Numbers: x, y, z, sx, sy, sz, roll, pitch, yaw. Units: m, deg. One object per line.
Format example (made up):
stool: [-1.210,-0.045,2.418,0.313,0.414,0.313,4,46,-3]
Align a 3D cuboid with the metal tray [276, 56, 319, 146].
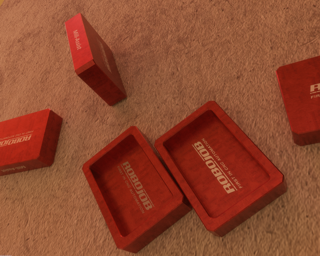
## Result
metal tray: [0.198,-0.039,0.321,0.130,0.030,0.090,-14,56,20]

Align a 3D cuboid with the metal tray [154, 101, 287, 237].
metal tray: [0.061,0.039,0.344,0.090,0.030,0.130,-37,51,3]

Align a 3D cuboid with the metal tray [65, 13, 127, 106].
metal tray: [-0.100,-0.106,0.479,0.030,0.090,0.130,-30,52,10]

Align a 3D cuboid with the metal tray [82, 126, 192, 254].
metal tray: [-0.032,0.069,0.375,0.090,0.030,0.130,-39,51,2]

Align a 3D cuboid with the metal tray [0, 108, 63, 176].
metal tray: [-0.227,0.025,0.505,0.130,0.030,0.090,-12,56,21]
